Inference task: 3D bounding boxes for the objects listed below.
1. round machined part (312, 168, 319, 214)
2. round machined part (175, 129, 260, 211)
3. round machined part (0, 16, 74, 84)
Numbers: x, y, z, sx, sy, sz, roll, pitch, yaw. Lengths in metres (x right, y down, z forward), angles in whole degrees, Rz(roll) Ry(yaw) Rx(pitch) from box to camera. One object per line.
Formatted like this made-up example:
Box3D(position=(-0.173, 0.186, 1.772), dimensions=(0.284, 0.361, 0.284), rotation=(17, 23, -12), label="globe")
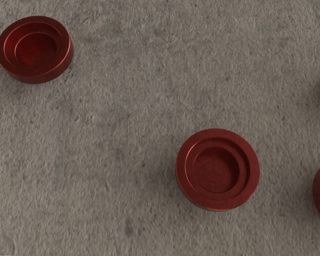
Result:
Box3D(position=(0.232, 0.082, 0.372), dimensions=(0.099, 0.042, 0.098), rotation=(0, 70, -1), label="round machined part")
Box3D(position=(0.067, 0.053, 0.381), dimensions=(0.099, 0.042, 0.098), rotation=(0, 70, -1), label="round machined part")
Box3D(position=(-0.171, -0.104, 0.435), dimensions=(0.099, 0.042, 0.098), rotation=(0, 70, -1), label="round machined part")
